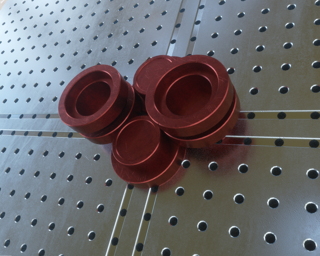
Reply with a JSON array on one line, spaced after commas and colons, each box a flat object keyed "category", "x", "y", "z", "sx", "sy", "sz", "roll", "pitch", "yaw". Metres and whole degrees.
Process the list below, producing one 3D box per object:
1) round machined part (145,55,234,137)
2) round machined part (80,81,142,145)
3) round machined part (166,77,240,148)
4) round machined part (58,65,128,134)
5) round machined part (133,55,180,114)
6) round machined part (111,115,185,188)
[{"category": "round machined part", "x": 0.036, "y": -0.033, "z": 0.357, "sx": 0.098, "sy": 0.042, "sz": 0.098, "roll": -13, "pitch": 56, "yaw": 21}, {"category": "round machined part", "x": -0.070, "y": -0.020, "z": 0.447, "sx": 0.098, "sy": 0.042, "sz": 0.098, "roll": -13, "pitch": 56, "yaw": 21}, {"category": "round machined part", "x": 0.050, "y": -0.019, "z": 0.383, "sx": 0.098, "sy": 0.042, "sz": 0.098, "roll": -13, "pitch": 56, "yaw": 21}, {"category": "round machined part", "x": -0.086, "y": -0.035, "z": 0.423, "sx": 0.098, "sy": 0.042, "sz": 0.098, "roll": -13, "pitch": 56, "yaw": 21}, {"category": "round machined part", "x": 0.002, "y": -0.063, "z": 0.436, "sx": 0.098, "sy": 0.042, "sz": 0.098, "roll": -13, "pitch": 56, "yaw": 21}, {"category": "round machined part", "x": -0.021, "y": 0.023, "z": 0.394, "sx": 0.098, "sy": 0.042, "sz": 0.098, "roll": -13, "pitch": 56, "yaw": 21}]
